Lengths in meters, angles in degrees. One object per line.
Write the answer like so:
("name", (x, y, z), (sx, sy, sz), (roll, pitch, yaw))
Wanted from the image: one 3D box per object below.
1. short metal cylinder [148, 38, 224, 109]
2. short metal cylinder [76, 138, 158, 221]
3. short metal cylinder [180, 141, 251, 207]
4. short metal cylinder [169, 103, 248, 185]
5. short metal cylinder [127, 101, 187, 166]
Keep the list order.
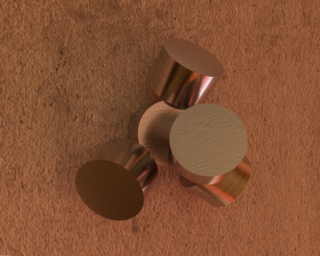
("short metal cylinder", (0.031, -0.068, 0.386), (0.081, 0.080, 0.050), (14, 129, -20))
("short metal cylinder", (-0.048, 0.058, 0.357), (0.080, 0.050, 0.079), (7, 117, 15))
("short metal cylinder", (0.071, 0.056, 0.407), (0.050, 0.080, 0.080), (37, 78, -17))
("short metal cylinder", (0.052, 0.019, 0.345), (0.080, 0.050, 0.080), (-1, 70, 3))
("short metal cylinder", (0.003, 0.006, 0.398), (0.081, 0.050, 0.080), (0, 90, -21))
